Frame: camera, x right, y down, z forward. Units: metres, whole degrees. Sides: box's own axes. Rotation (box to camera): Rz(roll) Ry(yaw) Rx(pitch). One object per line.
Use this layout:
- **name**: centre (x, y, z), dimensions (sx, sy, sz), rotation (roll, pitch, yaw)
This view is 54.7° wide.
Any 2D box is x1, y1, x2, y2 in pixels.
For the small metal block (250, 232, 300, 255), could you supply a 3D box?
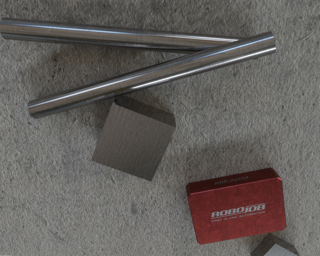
- **small metal block**: centre (0.181, 0.200, 0.486), dimensions (0.050, 0.025, 0.050), rotation (31, 107, -11)

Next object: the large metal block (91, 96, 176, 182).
- **large metal block**: centre (-0.033, 0.011, 0.400), dimensions (0.080, 0.050, 0.079), rotation (21, 109, -8)

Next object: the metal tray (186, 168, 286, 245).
- **metal tray**: centre (0.110, 0.115, 0.451), dimensions (0.131, 0.030, 0.089), rotation (-12, 110, 3)

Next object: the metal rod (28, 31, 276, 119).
- **metal rod**: centre (-0.019, -0.059, 0.371), dimensions (0.301, 0.025, 0.025), rotation (-14, 110, 11)

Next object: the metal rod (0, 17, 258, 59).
- **metal rod**: centre (-0.032, -0.106, 0.370), dimensions (0.302, 0.025, 0.025), rotation (4, 110, -2)
